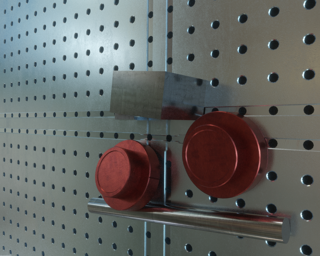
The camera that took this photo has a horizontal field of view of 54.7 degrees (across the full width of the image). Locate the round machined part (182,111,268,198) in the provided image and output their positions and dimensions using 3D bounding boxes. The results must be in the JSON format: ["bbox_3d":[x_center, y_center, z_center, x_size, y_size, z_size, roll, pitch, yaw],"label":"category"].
[{"bbox_3d":[0.064,0.030,0.346,0.098,0.042,0.097,0,90,40],"label":"round machined part"}]

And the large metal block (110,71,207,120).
[{"bbox_3d":[-0.002,-0.039,0.375,0.080,0.081,0.050,9,96,39],"label":"large metal block"}]

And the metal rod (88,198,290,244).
[{"bbox_3d":[0.009,0.113,0.401,0.300,0.025,0.025,-6,87,39],"label":"metal rod"}]

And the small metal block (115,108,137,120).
[{"bbox_3d":[-0.046,-0.036,0.428,0.025,0.050,0.050,-1,90,1],"label":"small metal block"}]

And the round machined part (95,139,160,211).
[{"bbox_3d":[-0.051,0.063,0.425,0.098,0.042,0.098,-15,65,36],"label":"round machined part"}]
